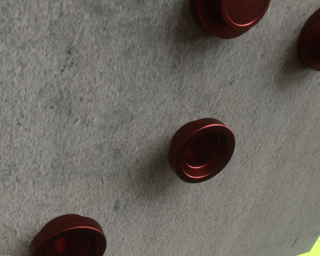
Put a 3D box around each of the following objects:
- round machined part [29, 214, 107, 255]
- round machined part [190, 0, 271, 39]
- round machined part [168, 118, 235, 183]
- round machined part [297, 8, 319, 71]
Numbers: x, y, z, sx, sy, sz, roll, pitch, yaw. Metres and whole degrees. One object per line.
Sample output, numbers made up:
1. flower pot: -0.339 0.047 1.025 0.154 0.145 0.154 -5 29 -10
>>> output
1. round machined part: -0.127 0.158 0.425 0.099 0.042 0.097 -14 125 -21
2. round machined part: 0.087 -0.150 0.352 0.099 0.042 0.097 -14 125 -21
3. round machined part: 0.055 0.028 0.445 0.099 0.042 0.097 -14 125 -21
4. round machined part: 0.257 -0.130 0.459 0.099 0.042 0.097 -14 125 -21
